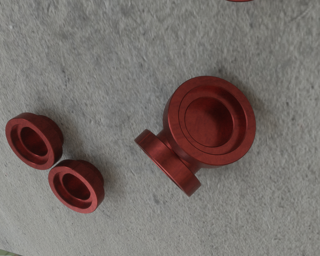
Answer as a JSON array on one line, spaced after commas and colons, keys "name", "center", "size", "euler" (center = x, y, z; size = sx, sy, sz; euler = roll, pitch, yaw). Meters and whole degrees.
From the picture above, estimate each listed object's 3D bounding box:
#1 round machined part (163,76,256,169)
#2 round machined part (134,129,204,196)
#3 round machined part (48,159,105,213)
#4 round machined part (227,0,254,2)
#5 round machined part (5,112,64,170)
[{"name": "round machined part", "center": [0.050, -0.004, 0.339], "size": [0.098, 0.098, 0.042], "euler": [42, 158, -1]}, {"name": "round machined part", "center": [0.017, 0.036, 0.386], "size": [0.098, 0.042, 0.098], "euler": [45, 173, 7]}, {"name": "round machined part", "center": [-0.135, 0.093, 0.522], "size": [0.098, 0.042, 0.097], "euler": [13, 124, 20]}, {"name": "round machined part", "center": [0.070, -0.158, 0.261], "size": [0.098, 0.042, 0.097], "euler": [13, 124, 20]}, {"name": "round machined part", "center": [-0.200, 0.017, 0.509], "size": [0.098, 0.042, 0.097], "euler": [13, 124, 20]}]
